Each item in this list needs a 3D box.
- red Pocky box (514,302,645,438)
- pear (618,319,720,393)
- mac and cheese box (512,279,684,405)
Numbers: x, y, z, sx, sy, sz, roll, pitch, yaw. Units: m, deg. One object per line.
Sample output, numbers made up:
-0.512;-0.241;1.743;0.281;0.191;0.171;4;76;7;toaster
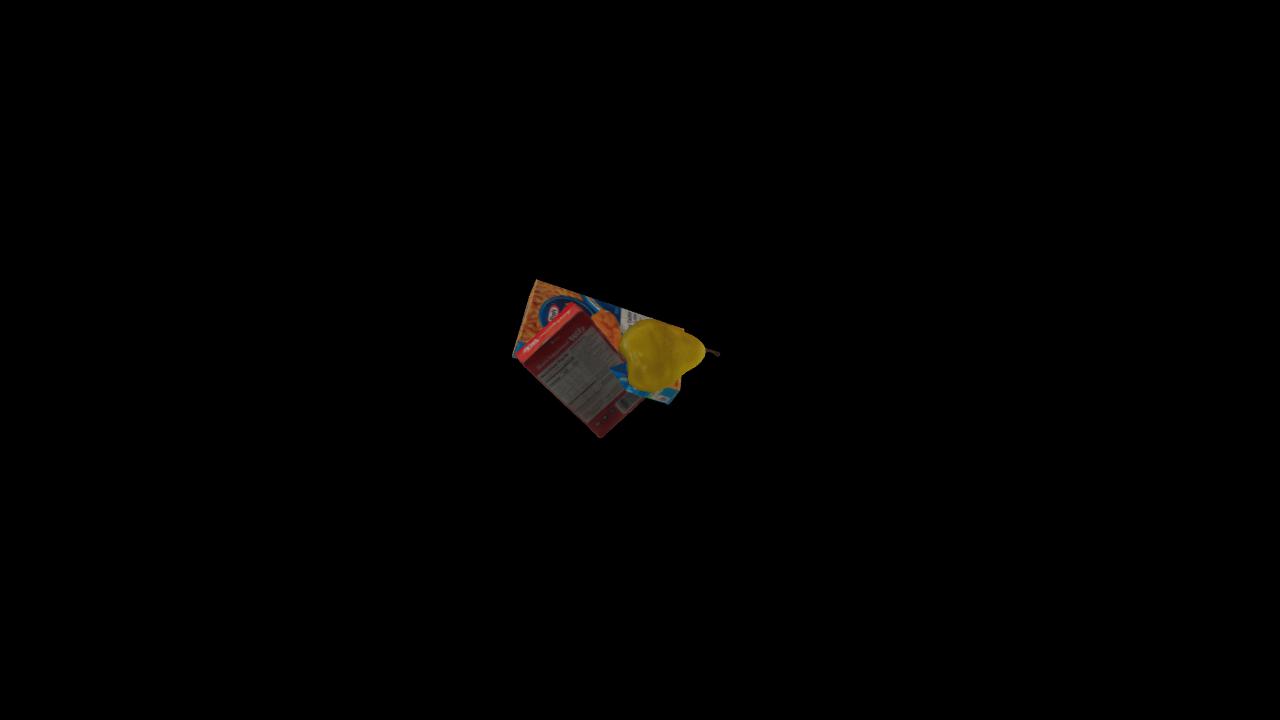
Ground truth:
-0.057;0.015;0.662;0.028;0.083;0.155;44;-5;47;red Pocky box
0.034;-0.011;0.679;0.111;0.080;0.080;-17;5;-16;pear
-0.042;-0.020;0.693;0.184;0.093;0.041;17;-37;-13;mac and cheese box
